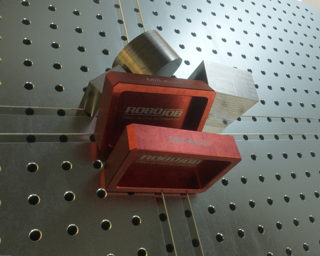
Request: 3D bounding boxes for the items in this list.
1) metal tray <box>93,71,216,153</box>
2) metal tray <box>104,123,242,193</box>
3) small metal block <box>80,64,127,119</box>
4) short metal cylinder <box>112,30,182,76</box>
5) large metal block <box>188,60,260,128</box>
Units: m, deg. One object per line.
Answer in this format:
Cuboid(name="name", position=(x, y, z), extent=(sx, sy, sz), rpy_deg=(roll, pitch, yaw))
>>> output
Cuboid(name="metal tray", position=(-0.006, -0.015, 0.372), extent=(0.131, 0.089, 0.030), rpy_deg=(1, 32, -28))
Cuboid(name="metal tray", position=(0.013, 0.039, 0.348), extent=(0.131, 0.089, 0.030), rpy_deg=(7, 51, -25))
Cuboid(name="small metal block", position=(-0.067, -0.045, 0.385), extent=(0.025, 0.050, 0.050), rpy_deg=(46, 51, 3))
Cuboid(name="short metal cylinder", position=(-0.017, -0.084, 0.417), extent=(0.050, 0.080, 0.081), rpy_deg=(50, 51, 6))
Cuboid(name="large metal block", position=(0.079, -0.045, 0.445), extent=(0.081, 0.080, 0.050), rpy_deg=(9, 58, -24))
